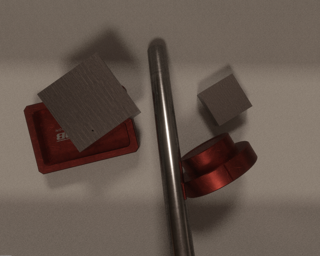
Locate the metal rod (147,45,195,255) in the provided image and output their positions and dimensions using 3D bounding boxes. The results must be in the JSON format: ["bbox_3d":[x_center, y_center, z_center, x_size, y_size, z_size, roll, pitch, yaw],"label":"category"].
[{"bbox_3d":[0.012,0.034,0.357,0.025,0.025,0.299,-7,68,0],"label":"metal rod"}]

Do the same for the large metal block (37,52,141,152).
[{"bbox_3d":[-0.080,-0.029,0.367,0.080,0.050,0.080,-36,91,0],"label":"large metal block"}]

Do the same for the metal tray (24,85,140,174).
[{"bbox_3d":[-0.100,0.001,0.407,0.131,0.030,0.089,-14,90,-1],"label":"metal tray"}]

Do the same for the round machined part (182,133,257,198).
[{"bbox_3d":[0.063,0.040,0.376,0.098,0.098,0.042,-31,90,0],"label":"round machined part"}]

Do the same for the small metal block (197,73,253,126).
[{"bbox_3d":[0.085,-0.037,0.413,0.050,0.025,0.050,-32,90,-1],"label":"small metal block"}]
